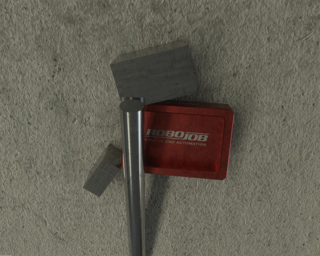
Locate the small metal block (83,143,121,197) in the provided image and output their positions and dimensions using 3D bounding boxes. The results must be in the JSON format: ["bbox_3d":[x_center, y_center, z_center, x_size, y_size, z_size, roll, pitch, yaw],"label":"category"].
[{"bbox_3d":[-0.074,0.056,0.416,0.025,0.050,0.050,33,106,-12],"label":"small metal block"}]

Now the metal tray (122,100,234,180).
[{"bbox_3d":[0.020,0.013,0.384,0.131,0.030,0.089,4,107,6],"label":"metal tray"}]

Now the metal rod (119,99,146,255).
[{"bbox_3d":[-0.032,0.097,0.401,0.025,0.025,0.298,1,127,-1],"label":"metal rod"}]

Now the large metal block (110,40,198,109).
[{"bbox_3d":[-0.006,-0.064,0.357,0.080,0.080,0.050,-13,110,4],"label":"large metal block"}]

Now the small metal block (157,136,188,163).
[{"bbox_3d":[0.029,0.029,0.421,0.050,0.025,0.050,25,108,-9],"label":"small metal block"}]
